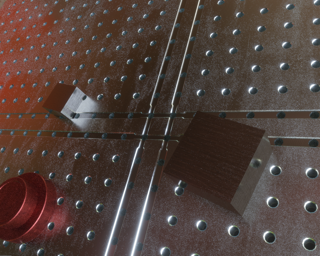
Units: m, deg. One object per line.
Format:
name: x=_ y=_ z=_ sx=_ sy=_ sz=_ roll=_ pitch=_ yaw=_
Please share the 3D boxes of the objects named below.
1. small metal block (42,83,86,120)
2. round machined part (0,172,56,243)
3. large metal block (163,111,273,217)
small metal block: x=-0.162 y=-0.046 z=0.522 sx=0.050 sy=0.025 sz=0.050 roll=15 pitch=69 yaw=34
round machined part: x=-0.200 y=0.108 z=0.436 sx=0.098 sy=0.042 sz=0.098 roll=-13 pitch=56 yaw=21
large metal block: x=0.064 y=0.036 z=0.336 sx=0.080 sy=0.050 sz=0.080 roll=20 pitch=72 yaw=35
